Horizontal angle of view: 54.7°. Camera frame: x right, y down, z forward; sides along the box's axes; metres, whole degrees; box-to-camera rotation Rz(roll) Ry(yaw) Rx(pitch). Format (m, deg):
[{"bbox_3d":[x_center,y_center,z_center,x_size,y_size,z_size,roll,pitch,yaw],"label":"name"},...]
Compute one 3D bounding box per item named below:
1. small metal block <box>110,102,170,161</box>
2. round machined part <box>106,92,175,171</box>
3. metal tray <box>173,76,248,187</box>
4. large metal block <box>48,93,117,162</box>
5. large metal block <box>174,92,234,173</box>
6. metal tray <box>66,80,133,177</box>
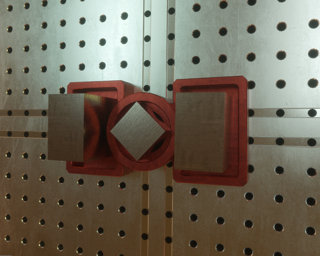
[{"bbox_3d":[-0.023,0.004,0.377,0.050,0.025,0.050,46,104,14],"label":"small metal block"},{"bbox_3d":[-0.016,0.005,0.400,0.098,0.042,0.097,0,90,20],"label":"round machined part"},{"bbox_3d":[0.063,0.004,0.387,0.090,0.030,0.129,0,90,20],"label":"metal tray"},{"bbox_3d":[-0.098,-0.001,0.404,0.050,0.080,0.080,1,90,20],"label":"large metal block"},{"bbox_3d":[0.053,0.003,0.350,0.050,0.080,0.080,2,91,20],"label":"large metal block"},{"bbox_3d":[-0.086,0.000,0.439,0.090,0.030,0.129,1,90,20],"label":"metal tray"}]
